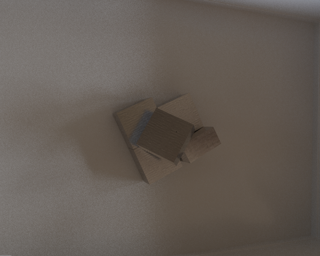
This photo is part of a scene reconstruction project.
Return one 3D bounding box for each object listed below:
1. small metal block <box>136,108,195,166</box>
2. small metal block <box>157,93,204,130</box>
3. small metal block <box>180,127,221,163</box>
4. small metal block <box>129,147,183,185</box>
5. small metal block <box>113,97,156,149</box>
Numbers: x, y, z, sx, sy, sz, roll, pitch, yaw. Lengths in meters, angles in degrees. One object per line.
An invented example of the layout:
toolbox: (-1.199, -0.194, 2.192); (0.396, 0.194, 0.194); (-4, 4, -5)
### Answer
small metal block: (0.008, 0.011, 0.373); (0.050, 0.025, 0.050); (25, 79, 16)
small metal block: (0.024, -0.014, 0.419); (0.050, 0.025, 0.050); (-26, 99, -18)
small metal block: (0.044, 0.021, 0.413); (0.050, 0.050, 0.025); (-30, 100, -19)
small metal block: (-0.006, 0.039, 0.408); (0.050, 0.025, 0.050); (-26, 99, -18)
small metal block: (-0.026, -0.006, 0.400); (0.050, 0.025, 0.050); (-26, 99, -18)
